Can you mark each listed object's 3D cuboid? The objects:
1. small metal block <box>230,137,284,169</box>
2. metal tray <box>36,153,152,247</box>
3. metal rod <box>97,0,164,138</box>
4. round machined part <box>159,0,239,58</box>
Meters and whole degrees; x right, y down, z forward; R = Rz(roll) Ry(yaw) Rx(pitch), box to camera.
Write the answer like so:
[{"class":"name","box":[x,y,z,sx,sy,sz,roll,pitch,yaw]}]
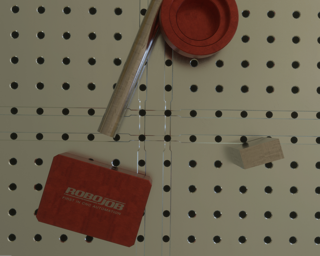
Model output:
[{"class":"small metal block","box":[0.124,0.032,0.403,0.050,0.050,0.025,-16,90,0]},{"class":"metal tray","box":[-0.084,0.093,0.410,0.131,0.030,0.090,16,90,-1]},{"class":"metal rod","box":[-0.015,-0.130,0.413,0.025,0.025,0.299,22,90,-1]},{"class":"round machined part","box":[0.048,-0.139,0.403,0.099,0.042,0.097,0,92,-6]}]
